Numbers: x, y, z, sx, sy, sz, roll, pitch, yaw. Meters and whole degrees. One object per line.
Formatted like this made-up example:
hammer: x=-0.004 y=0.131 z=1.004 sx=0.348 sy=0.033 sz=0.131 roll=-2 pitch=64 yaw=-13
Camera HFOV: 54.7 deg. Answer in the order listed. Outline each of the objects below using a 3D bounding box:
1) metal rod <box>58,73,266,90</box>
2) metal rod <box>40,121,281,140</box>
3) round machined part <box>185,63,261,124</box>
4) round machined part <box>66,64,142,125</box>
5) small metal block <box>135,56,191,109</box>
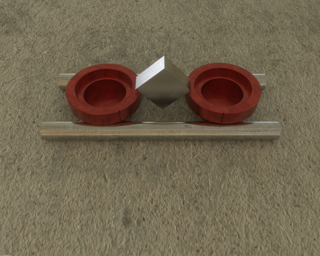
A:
metal rod: x=0.004 y=-0.069 z=0.462 sx=0.302 sy=0.025 sz=0.025 roll=0 pitch=50 yaw=0
metal rod: x=0.001 y=0.003 z=0.401 sx=0.302 sy=0.025 sz=0.025 roll=0 pitch=50 yaw=0
round machined part: x=0.083 y=-0.042 z=0.423 sx=0.099 sy=0.042 sz=0.098 roll=0 pitch=50 yaw=0
round machined part: x=-0.074 y=-0.040 z=0.421 sx=0.099 sy=0.042 sz=0.098 roll=0 pitch=50 yaw=0
small metal block: x=0.004 y=-0.058 z=0.403 sx=0.050 sy=0.050 sz=0.025 roll=-31 pitch=40 yaw=31
